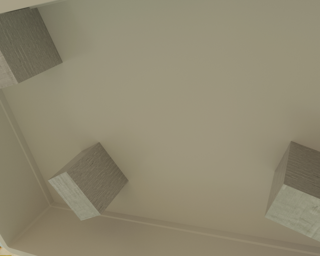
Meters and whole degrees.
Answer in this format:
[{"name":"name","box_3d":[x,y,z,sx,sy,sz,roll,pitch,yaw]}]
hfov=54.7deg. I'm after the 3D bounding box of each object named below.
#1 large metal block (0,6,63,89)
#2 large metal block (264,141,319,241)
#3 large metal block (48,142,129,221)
[{"name":"large metal block","box_3d":[-0.190,-0.106,0.408,0.050,0.080,0.080,-6,116,32]},{"name":"large metal block","box_3d":[0.165,0.068,0.328,0.080,0.080,0.050,22,127,15]},{"name":"large metal block","box_3d":[-0.108,0.082,0.481,0.050,0.080,0.080,-26,104,37]}]
